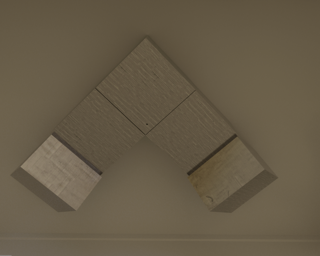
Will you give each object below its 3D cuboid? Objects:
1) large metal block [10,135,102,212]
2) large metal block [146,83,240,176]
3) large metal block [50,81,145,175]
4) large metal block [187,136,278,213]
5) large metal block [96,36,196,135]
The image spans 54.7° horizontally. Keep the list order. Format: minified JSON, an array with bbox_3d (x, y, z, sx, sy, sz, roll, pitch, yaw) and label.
[{"bbox_3d":[-0.134,0.061,0.394,0.080,0.050,0.080,44,147,-15],"label":"large metal block"},{"bbox_3d":[0.040,0.001,0.397,0.080,0.050,0.080,-42,105,14],"label":"large metal block"},{"bbox_3d":[-0.075,-0.001,0.395,0.080,0.050,0.080,-42,105,14],"label":"large metal block"},{"bbox_3d":[0.095,0.064,0.398,0.080,0.050,0.080,-42,148,14],"label":"large metal block"},{"bbox_3d":[-0.016,-0.053,0.376,0.080,0.050,0.080,-42,105,14],"label":"large metal block"}]
